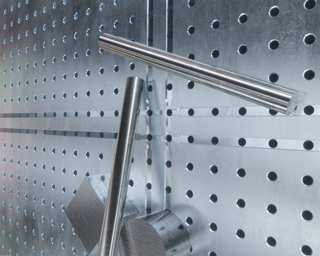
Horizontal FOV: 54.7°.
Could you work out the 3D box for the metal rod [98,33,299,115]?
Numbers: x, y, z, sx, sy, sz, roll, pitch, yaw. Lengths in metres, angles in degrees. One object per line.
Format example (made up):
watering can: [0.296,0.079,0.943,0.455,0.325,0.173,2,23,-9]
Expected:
metal rod: [0.022,-0.079,0.391,0.300,0.025,0.025,27,107,36]

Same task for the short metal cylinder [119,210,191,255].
short metal cylinder: [-0.007,0.151,0.399,0.080,0.050,0.080,0,90,40]

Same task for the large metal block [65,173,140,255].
large metal block: [-0.089,0.127,0.467,0.080,0.050,0.080,48,118,29]

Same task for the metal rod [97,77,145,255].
metal rod: [-0.055,0.077,0.408,0.025,0.025,0.299,-2,74,40]
